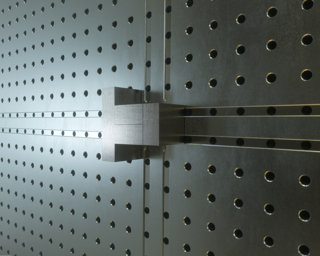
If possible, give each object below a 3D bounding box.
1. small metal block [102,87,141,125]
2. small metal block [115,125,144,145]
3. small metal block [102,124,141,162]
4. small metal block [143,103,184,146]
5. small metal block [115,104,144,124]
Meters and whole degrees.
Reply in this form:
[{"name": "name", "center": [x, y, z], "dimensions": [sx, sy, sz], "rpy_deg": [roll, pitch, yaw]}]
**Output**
[{"name": "small metal block", "center": [-0.053, -0.030, 0.434], "dimensions": [0.025, 0.050, 0.050], "rpy_deg": [0, 90, 40]}, {"name": "small metal block", "center": [-0.024, 0.008, 0.410], "dimensions": [0.050, 0.050, 0.025], "rpy_deg": [0, 90, 39]}, {"name": "small metal block", "center": [-0.053, 0.020, 0.434], "dimensions": [0.025, 0.050, 0.050], "rpy_deg": [0, 90, 40]}, {"name": "small metal block", "center": [0.005, -0.004, 0.386], "dimensions": [0.025, 0.050, 0.050], "rpy_deg": [0, 90, 40]}, {"name": "small metal block", "center": [-0.024, -0.017, 0.410], "dimensions": [0.050, 0.050, 0.025], "rpy_deg": [0, 90, 39]}]
